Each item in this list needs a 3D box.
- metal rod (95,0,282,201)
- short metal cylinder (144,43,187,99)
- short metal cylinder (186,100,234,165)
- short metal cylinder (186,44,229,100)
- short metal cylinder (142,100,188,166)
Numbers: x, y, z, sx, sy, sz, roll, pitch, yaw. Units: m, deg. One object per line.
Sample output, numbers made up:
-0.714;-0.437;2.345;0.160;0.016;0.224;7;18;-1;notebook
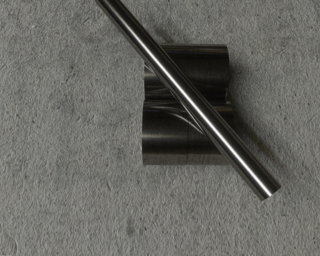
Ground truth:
0.020;-0.049;0.342;0.025;0.025;0.300;-35;74;-12;metal rod
0.007;-0.070;0.406;0.050;0.080;0.080;1;70;0;short metal cylinder
0.057;0.005;0.379;0.050;0.080;0.080;1;70;0;short metal cylinder
0.057;-0.069;0.406;0.050;0.080;0.080;1;70;0;short metal cylinder
0.006;0.005;0.378;0.050;0.080;0.080;1;70;0;short metal cylinder
